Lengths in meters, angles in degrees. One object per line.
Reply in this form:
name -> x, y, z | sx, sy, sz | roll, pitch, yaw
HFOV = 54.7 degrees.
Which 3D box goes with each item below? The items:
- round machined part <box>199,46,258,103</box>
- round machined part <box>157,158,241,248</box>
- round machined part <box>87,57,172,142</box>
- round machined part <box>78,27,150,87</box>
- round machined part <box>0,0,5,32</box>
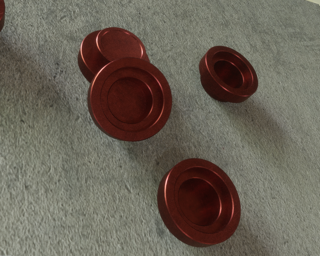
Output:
round machined part -> 0.105, -0.081, 0.498 | 0.099, 0.042, 0.098 | 14, 56, -21
round machined part -> 0.041, 0.088, 0.361 | 0.099, 0.042, 0.098 | 14, 56, -21
round machined part -> -0.038, -0.033, 0.375 | 0.099, 0.042, 0.097 | 0, 89, -23
round machined part -> -0.058, -0.097, 0.421 | 0.099, 0.042, 0.098 | 14, 56, -21
round machined part -> -0.230, -0.129, 0.348 | 0.099, 0.042, 0.098 | 14, 56, -21
